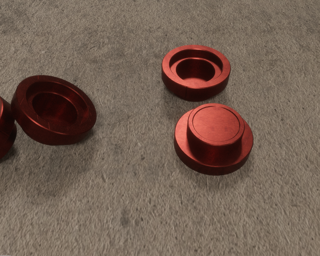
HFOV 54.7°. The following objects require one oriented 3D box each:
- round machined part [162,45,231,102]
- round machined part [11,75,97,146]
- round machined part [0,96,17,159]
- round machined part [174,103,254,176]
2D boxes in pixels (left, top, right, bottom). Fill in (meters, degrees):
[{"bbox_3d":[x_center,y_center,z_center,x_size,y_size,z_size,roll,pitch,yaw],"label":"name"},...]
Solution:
[{"bbox_3d":[0.051,-0.077,0.457,0.099,0.042,0.098,0,50,0],"label":"round machined part"},{"bbox_3d":[-0.133,-0.017,0.385,0.098,0.042,0.098,26,36,-21],"label":"round machined part"},{"bbox_3d":[-0.213,0.008,0.369,0.098,0.042,0.098,-11,54,16],"label":"round machined part"},{"bbox_3d":[0.068,0.007,0.387,0.099,0.042,0.098,0,50,0],"label":"round machined part"}]
